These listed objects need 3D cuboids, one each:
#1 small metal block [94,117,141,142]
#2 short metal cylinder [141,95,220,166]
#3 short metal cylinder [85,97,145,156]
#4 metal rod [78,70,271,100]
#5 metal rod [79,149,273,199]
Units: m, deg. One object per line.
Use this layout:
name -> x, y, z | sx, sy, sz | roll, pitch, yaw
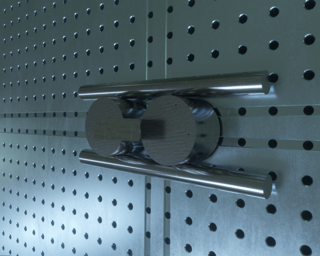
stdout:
small metal block -> -0.049, 0.001, 0.368 | 0.050, 0.050, 0.025 | 3, 92, -3
short metal cylinder -> 0.023, 0.003, 0.369 | 0.080, 0.050, 0.079 | 0, 90, 40
short metal cylinder -> -0.060, -0.002, 0.439 | 0.080, 0.050, 0.079 | 0, 90, 40
metal rod -> -0.007, -0.052, 0.411 | 0.300, 0.025, 0.025 | 3, 92, 39
metal rod -> -0.006, 0.053, 0.410 | 0.300, 0.025, 0.025 | 3, 92, 39
